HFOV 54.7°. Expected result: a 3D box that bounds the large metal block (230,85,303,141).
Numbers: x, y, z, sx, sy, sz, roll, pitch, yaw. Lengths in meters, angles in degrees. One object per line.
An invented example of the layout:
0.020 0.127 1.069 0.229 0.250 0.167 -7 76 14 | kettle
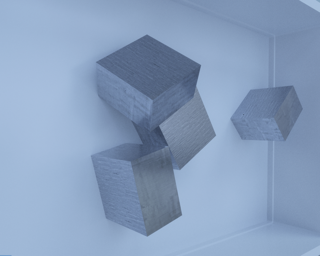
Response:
0.181 -0.024 0.526 0.080 0.080 0.050 -50 120 -29 | large metal block

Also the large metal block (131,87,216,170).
0.019 -0.003 0.408 0.080 0.050 0.080 -39 114 -33 | large metal block

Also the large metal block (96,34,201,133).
-0.013 -0.053 0.352 0.080 0.080 0.050 -40 154 -33 | large metal block

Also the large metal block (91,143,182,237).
-0.028 0.064 0.349 0.050 0.080 0.079 -19 102 -39 | large metal block
